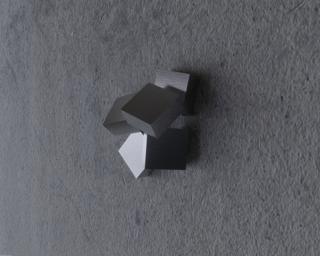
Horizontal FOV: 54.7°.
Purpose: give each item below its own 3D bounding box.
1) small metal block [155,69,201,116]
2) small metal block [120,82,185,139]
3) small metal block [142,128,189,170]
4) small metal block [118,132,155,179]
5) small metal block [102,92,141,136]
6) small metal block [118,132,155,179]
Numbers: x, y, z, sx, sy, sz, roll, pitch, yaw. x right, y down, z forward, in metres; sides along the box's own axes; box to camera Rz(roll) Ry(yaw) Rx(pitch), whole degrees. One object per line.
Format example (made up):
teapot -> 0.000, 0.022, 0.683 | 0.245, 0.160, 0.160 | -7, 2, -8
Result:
small metal block -> 0.019, -0.045, 0.389 | 0.050, 0.025, 0.050 | 18, 101, 38
small metal block -> -0.008, -0.021, 0.361 | 0.050, 0.025, 0.050 | 27, 63, 36
small metal block -> 0.006, 0.024, 0.381 | 0.025, 0.050, 0.050 | -164, 78, -77
small metal block -> -0.023, 0.033, 0.424 | 0.050, 0.025, 0.050 | -52, 60, 27
small metal block -> -0.044, -0.020, 0.424 | 0.050, 0.025, 0.050 | -10, 46, 39
small metal block -> -0.023, 0.033, 0.424 | 0.050, 0.025, 0.050 | -52, 60, 27
